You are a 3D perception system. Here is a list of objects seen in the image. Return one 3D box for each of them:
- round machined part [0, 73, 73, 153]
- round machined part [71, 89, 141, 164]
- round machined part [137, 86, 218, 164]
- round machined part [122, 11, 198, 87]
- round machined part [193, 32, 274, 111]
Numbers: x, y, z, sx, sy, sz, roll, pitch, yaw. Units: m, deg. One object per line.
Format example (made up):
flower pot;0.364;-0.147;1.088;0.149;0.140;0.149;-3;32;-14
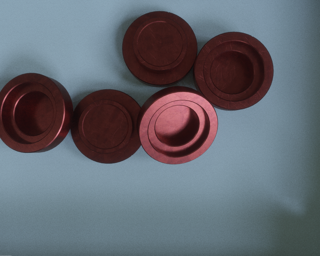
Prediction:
round machined part;-0.154;-0.017;0.393;0.098;0.042;0.097;-1;86;13
round machined part;-0.067;-0.002;0.402;0.099;0.042;0.097;0;90;-1
round machined part;0.019;-0.006;0.391;0.099;0.042;0.097;-5;115;-10
round machined part;0.000;-0.104;0.403;0.099;0.042;0.097;0;90;-1
round machined part;0.092;-0.071;0.404;0.099;0.042;0.097;0;90;-1
